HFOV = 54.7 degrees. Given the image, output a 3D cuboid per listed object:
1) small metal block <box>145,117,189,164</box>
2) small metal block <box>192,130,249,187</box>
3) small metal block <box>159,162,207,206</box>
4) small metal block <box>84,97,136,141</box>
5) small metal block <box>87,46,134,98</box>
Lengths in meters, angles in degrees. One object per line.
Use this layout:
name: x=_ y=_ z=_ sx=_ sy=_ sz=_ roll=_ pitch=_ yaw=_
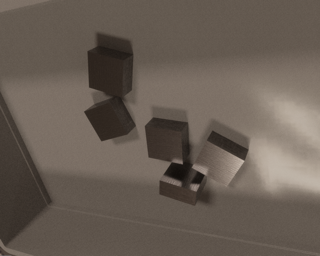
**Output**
small metal block: x=0.010 y=0.017 z=0.412 sx=0.050 sy=0.025 sz=0.050 roll=9 pitch=122 yaw=23
small metal block: x=0.076 y=0.039 z=0.392 sx=0.050 sy=0.025 sz=0.050 roll=29 pitch=128 yaw=9
small metal block: x=0.033 y=0.072 z=0.419 sx=0.050 sy=0.050 sz=0.025 roll=14 pitch=124 yaw=20
small metal block: x=-0.070 y=-0.013 z=0.436 sx=0.050 sy=0.025 sz=0.050 roll=-15 pitch=111 yaw=34
small metal block: x=-0.063 y=-0.072 z=0.396 sx=0.050 sy=0.025 sz=0.050 roll=18 pitch=126 yaw=17
